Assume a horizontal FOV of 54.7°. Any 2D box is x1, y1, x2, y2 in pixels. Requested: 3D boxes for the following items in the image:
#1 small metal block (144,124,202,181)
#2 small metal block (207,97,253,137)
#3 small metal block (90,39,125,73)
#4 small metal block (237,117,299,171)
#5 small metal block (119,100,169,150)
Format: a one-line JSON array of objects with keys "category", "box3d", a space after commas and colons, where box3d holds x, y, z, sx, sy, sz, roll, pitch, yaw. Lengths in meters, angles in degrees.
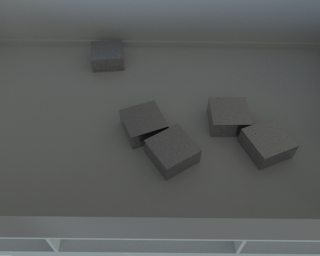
[{"category": "small metal block", "box3d": [0.015, 0.029, 0.381, 0.050, 0.025, 0.050, -26, 55, -21]}, {"category": "small metal block", "box3d": [0.093, -0.015, 0.419, 0.050, 0.025, 0.050, 0, 50, -1]}, {"category": "small metal block", "box3d": [-0.085, -0.117, 0.502, 0.050, 0.025, 0.050, -5, 50, -5]}, {"category": "small metal block", "box3d": [0.135, 0.019, 0.391, 0.050, 0.025, 0.050, -18, 53, -15]}, {"category": "small metal block", "box3d": [-0.021, -0.005, 0.409, 0.050, 0.025, 0.050, -17, 52, -14]}]
